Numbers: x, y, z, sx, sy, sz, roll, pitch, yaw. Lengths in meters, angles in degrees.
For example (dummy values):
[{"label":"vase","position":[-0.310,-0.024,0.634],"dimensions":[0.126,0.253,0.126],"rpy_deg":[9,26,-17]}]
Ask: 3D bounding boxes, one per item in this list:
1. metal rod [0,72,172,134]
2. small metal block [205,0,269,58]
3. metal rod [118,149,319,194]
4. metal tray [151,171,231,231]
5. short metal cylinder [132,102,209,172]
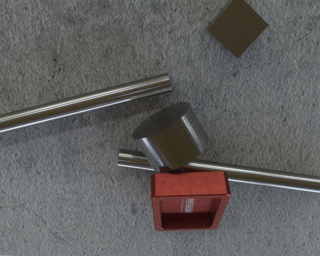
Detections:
[{"label":"metal rod","position":[-0.134,-0.023,0.399],"dimensions":[0.302,0.025,0.025],"rpy_deg":[-13,110,4]},{"label":"small metal block","position":[0.090,-0.120,0.367],"dimensions":[0.050,0.025,0.050],"rpy_deg":[39,105,-13]},{"label":"metal rod","position":[0.093,0.062,0.433],"dimensions":[0.302,0.025,0.025],"rpy_deg":[8,110,-4]},{"label":"metal tray","position":[0.036,0.101,0.408],"dimensions":[0.091,0.030,0.129],"rpy_deg":[-2,145,0]},{"label":"short metal cylinder","position":[0.013,0.010,0.384],"dimensions":[0.080,0.080,0.050],"rpy_deg":[-28,108,9]}]
